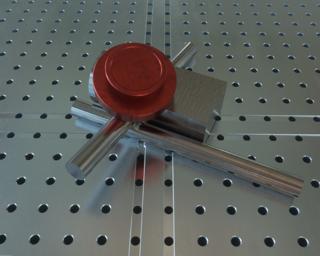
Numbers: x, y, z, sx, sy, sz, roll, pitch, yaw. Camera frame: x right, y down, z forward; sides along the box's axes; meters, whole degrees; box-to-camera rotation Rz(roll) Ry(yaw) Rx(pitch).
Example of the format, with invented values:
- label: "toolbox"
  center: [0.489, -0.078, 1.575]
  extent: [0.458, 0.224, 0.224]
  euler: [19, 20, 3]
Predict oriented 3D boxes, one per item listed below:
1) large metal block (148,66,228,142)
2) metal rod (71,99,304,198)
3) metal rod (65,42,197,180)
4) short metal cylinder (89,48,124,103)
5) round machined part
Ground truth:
- label: "large metal block"
  center: [0.035, -0.030, 0.413]
  extent: [0.080, 0.050, 0.080]
  euler: [20, 53, 16]
- label: "metal rod"
  center: [0.022, 0.020, 0.390]
  extent: [0.301, 0.025, 0.025]
  euler: [19, 53, 15]
- label: "metal rod"
  center: [-0.018, -0.044, 0.419]
  extent: [0.025, 0.025, 0.301]
  euler: [22, 46, 17]
- label: "short metal cylinder"
  center: [-0.053, -0.064, 0.424]
  extent: [0.050, 0.080, 0.080]
  euler: [20, 53, 15]
- label: "round machined part"
  center: [-0.029, -0.059, 0.361]
  extent: [0.099, 0.042, 0.098]
  euler: [3, 70, -7]
